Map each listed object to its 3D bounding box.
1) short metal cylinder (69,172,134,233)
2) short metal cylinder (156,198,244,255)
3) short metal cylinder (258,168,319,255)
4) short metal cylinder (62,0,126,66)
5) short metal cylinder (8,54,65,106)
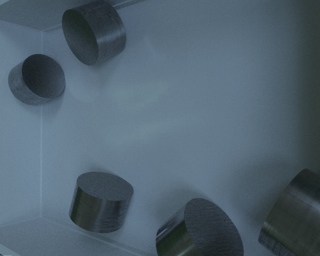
[{"bbox_3d":[-0.083,0.103,0.440,0.080,0.081,0.050,28,108,36],"label":"short metal cylinder"},{"bbox_3d":[0.043,0.124,0.336,0.050,0.081,0.080,-49,61,29],"label":"short metal cylinder"},{"bbox_3d":[0.129,0.082,0.264,0.050,0.081,0.079,33,110,35],"label":"short metal cylinder"},{"bbox_3d":[-0.096,-0.137,0.448,0.080,0.050,0.079,31,140,30],"label":"short metal cylinder"},{"bbox_3d":[-0.218,-0.085,0.552,0.050,0.081,0.080,-15,80,39],"label":"short metal cylinder"}]
